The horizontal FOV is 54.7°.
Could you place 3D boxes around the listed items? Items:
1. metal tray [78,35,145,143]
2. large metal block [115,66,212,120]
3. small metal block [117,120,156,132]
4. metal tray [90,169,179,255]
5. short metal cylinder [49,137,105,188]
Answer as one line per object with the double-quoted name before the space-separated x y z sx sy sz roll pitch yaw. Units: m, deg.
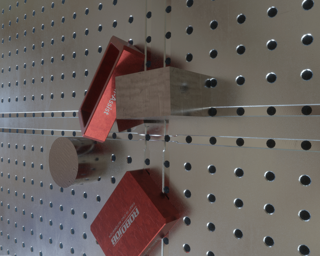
"metal tray" -0.072 -0.056 0.429 0.129 0.030 0.090 -62 27 14
"large metal block" 0.005 -0.037 0.368 0.080 0.081 0.050 -2 89 39
"small metal block" -0.037 -0.024 0.438 0.050 0.025 0.050 -19 78 38
"metal tray" -0.041 0.133 0.437 0.090 0.030 0.129 48 118 29
"short metal cylinder" -0.136 0.053 0.502 0.080 0.050 0.079 0 90 39
